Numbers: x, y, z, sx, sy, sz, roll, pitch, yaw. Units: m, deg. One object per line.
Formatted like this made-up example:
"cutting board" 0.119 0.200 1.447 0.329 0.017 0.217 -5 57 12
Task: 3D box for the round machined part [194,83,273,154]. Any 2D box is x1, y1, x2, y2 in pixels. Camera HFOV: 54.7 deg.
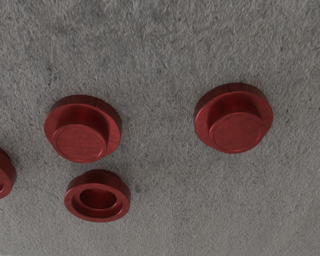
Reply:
"round machined part" 0.094 -0.005 0.392 0.099 0.042 0.097 0 130 0

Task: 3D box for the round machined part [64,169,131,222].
"round machined part" -0.094 0.102 0.482 0.099 0.042 0.097 0 130 0

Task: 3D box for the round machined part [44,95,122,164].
"round machined part" -0.100 0.008 0.402 0.099 0.042 0.097 0 130 0

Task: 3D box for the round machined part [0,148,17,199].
"round machined part" -0.255 0.058 0.443 0.099 0.042 0.097 0 130 0
